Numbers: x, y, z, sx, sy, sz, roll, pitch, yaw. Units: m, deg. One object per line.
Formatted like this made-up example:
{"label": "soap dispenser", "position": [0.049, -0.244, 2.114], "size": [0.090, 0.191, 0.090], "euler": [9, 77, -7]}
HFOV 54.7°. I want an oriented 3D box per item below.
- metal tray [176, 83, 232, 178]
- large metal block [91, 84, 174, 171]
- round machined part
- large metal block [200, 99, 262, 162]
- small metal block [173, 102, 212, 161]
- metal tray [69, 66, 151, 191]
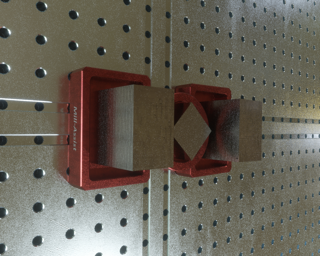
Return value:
{"label": "metal tray", "position": [0.066, 0.003, 0.460], "size": [0.091, 0.030, 0.129], "euler": [0, 90, -40]}
{"label": "large metal block", "position": [-0.031, 0.000, 0.330], "size": [0.050, 0.080, 0.080], "euler": [1, 90, -40]}
{"label": "round machined part", "position": [0.015, 0.005, 0.399], "size": [0.099, 0.042, 0.097], "euler": [0, 90, -40]}
{"label": "large metal block", "position": [0.093, 0.003, 0.433], "size": [0.050, 0.080, 0.080], "euler": [2, 89, -40]}
{"label": "small metal block", "position": [0.030, 0.004, 0.381], "size": [0.050, 0.025, 0.050], "euler": [52, 60, -27]}
{"label": "metal tray", "position": [-0.055, 0.001, 0.358], "size": [0.091, 0.030, 0.129], "euler": [1, 89, -40]}
